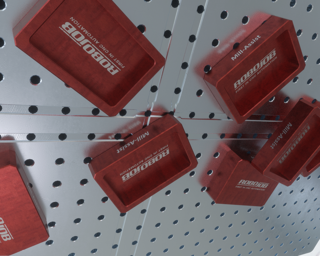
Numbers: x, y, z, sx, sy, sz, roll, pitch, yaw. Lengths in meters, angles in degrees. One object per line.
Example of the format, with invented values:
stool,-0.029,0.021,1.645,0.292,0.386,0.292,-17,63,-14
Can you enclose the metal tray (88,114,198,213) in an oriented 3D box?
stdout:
metal tray,-0.019,0.050,0.427,0.130,0.030,0.090,-32,129,-8

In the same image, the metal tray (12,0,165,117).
metal tray,-0.067,-0.082,0.320,0.090,0.030,0.130,-46,129,4

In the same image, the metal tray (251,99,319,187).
metal tray,0.219,0.027,0.503,0.090,0.030,0.130,26,104,-37

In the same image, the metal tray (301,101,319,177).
metal tray,0.280,0.024,0.573,0.090,0.030,0.130,-39,129,-2

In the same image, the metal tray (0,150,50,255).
metal tray,-0.194,0.097,0.362,0.091,0.030,0.129,-19,126,-18

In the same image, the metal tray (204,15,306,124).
metal tray,0.135,-0.078,0.431,0.130,0.030,0.090,-41,129,0

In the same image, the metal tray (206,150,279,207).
metal tray,0.155,0.092,0.548,0.131,0.030,0.090,13,112,-34
